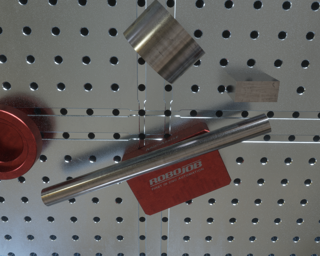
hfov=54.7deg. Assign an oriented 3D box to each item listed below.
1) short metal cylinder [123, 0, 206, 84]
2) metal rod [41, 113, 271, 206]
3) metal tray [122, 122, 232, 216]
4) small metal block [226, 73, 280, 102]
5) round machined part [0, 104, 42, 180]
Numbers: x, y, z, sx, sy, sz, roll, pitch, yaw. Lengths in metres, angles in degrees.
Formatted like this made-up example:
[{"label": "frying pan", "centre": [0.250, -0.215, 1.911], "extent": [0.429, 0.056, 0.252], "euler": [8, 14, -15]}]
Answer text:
[{"label": "short metal cylinder", "centre": [0.005, -0.096, 0.349], "extent": [0.050, 0.080, 0.080], "euler": [-43, 105, 14]}, {"label": "metal rod", "centre": [-0.010, 0.043, 0.396], "extent": [0.301, 0.025, 0.025], "euler": [-19, 109, 6]}, {"label": "metal tray", "centre": [0.022, 0.059, 0.433], "extent": [0.130, 0.030, 0.090], "euler": [-24, 109, 8]}, {"label": "small metal block", "centre": [0.113, -0.051, 0.383], "extent": [0.050, 0.050, 0.025], "euler": [0, 110, -1]}, {"label": "round machined part", "centre": [-0.204, 0.015, 0.407], "extent": [0.099, 0.042, 0.097], "euler": [0, 110, -1]}]
